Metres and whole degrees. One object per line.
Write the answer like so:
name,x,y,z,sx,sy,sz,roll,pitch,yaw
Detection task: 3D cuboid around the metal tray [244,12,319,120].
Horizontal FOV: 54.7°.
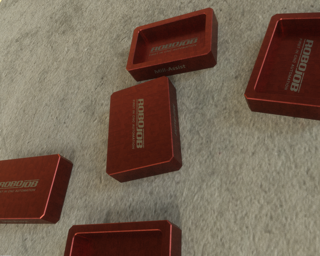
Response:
metal tray,0.162,-0.076,0.361,0.090,0.030,0.130,11,67,32

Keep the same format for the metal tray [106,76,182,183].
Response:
metal tray,-0.022,0.000,0.411,0.090,0.030,0.130,-15,56,19

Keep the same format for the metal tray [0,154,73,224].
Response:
metal tray,-0.195,0.089,0.446,0.130,0.030,0.090,-8,58,23

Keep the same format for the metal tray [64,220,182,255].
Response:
metal tray,-0.044,0.150,0.330,0.130,0.030,0.090,-10,57,22

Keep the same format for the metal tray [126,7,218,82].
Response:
metal tray,0.019,-0.124,0.465,0.130,0.030,0.090,-7,59,24
